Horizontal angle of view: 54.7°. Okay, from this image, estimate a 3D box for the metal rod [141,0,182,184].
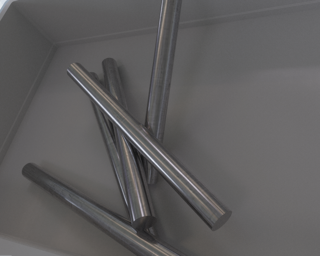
[{"bbox_3d":[0.004,-0.082,0.377,0.025,0.025,0.298,8,90,31],"label":"metal rod"}]

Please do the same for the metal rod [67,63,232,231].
[{"bbox_3d":[-0.034,0.000,0.365,0.025,0.025,0.300,-45,55,-3],"label":"metal rod"}]

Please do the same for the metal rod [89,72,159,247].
[{"bbox_3d":[-0.063,0.022,0.425,0.025,0.025,0.300,-32,51,7],"label":"metal rod"}]

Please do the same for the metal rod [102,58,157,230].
[{"bbox_3d":[-0.050,-0.007,0.410,0.025,0.025,0.300,-29,44,10],"label":"metal rod"}]

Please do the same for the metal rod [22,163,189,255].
[{"bbox_3d":[-0.088,0.095,0.372,0.300,0.025,0.025,16,70,41],"label":"metal rod"}]
